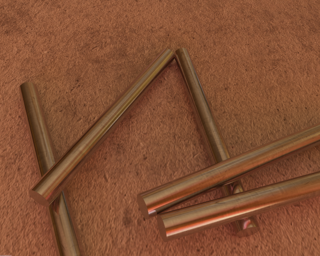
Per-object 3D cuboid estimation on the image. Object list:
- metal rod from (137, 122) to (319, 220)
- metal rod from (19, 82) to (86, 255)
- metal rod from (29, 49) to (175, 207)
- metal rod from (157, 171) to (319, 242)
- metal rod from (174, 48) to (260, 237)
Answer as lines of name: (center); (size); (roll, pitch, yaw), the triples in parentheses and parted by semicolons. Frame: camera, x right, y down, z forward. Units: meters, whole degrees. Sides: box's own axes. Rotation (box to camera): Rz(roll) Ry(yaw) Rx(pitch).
metal rod: (0.116, 0.033, 0.349); (0.302, 0.025, 0.025); (-17, 52, -24)
metal rod: (-0.130, 0.048, 0.361); (0.025, 0.025, 0.300); (-19, 53, -15)
metal rod: (-0.054, -0.024, 0.404); (0.025, 0.025, 0.301); (21, 48, 16)
metal rod: (0.143, 0.065, 0.325); (0.302, 0.025, 0.025); (-10, 51, -18)
metal rod: (0.062, -0.007, 0.409); (0.025, 0.025, 0.300); (-8, 50, -7)
